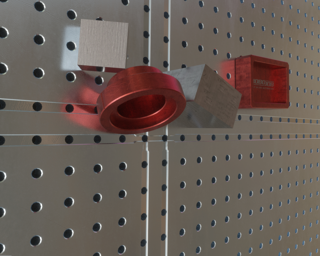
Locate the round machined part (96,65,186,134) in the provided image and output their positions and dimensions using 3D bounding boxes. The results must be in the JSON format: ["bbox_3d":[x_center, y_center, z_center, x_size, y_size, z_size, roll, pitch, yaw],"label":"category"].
[{"bbox_3d":[-0.023,-0.034,0.353,0.099,0.098,0.042,7,57,-40],"label":"round machined part"}]

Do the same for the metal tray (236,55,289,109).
[{"bbox_3d":[0.191,-0.080,0.569,0.131,0.030,0.089,-2,92,-40],"label":"metal tray"}]

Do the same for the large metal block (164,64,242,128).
[{"bbox_3d":[0.049,-0.038,0.416,0.080,0.080,0.050,29,72,-37],"label":"large metal block"}]

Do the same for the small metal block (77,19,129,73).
[{"bbox_3d":[-0.061,-0.089,0.343,0.050,0.025,0.050,4,87,-3],"label":"small metal block"}]
